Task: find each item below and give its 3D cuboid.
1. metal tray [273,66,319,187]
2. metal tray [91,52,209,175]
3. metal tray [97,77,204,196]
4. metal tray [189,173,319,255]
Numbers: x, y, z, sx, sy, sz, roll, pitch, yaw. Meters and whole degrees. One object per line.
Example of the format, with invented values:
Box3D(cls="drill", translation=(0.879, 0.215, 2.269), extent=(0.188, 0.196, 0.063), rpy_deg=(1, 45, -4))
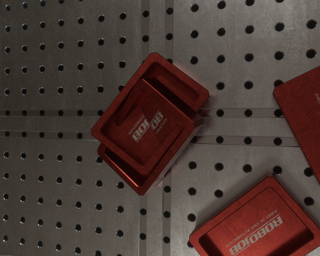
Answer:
Box3D(cls="metal tray", translation=(0.195, -0.004, 0.342), extent=(0.090, 0.030, 0.129), rpy_deg=(-27, 82, 17))
Box3D(cls="metal tray", translation=(-0.012, -0.017, 0.392), extent=(0.090, 0.030, 0.130), rpy_deg=(38, 91, 5))
Box3D(cls="metal tray", translation=(-0.017, 0.012, 0.397), extent=(0.090, 0.030, 0.129), rpy_deg=(42, 118, 14))
Box3D(cls="metal tray", translation=(0.112, 0.127, 0.370), extent=(0.130, 0.030, 0.090), rpy_deg=(-42, 77, 14))
